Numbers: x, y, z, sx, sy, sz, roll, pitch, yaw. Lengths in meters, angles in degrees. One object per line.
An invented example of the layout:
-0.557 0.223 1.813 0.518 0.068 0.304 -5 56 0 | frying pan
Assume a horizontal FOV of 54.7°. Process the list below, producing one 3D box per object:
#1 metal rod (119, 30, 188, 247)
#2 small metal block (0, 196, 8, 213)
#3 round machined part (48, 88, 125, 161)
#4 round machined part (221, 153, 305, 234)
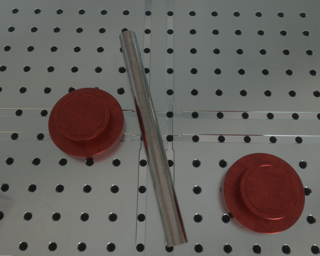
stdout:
-0.014 0.000 0.411 0.025 0.025 0.299 -13 71 -5 | metal rod
-0.225 0.098 0.374 0.050 0.025 0.050 23 72 8 | small metal block
-0.097 -0.010 0.405 0.099 0.042 0.098 0 70 0 | round machined part
0.127 0.077 0.375 0.099 0.042 0.098 0 70 0 | round machined part
